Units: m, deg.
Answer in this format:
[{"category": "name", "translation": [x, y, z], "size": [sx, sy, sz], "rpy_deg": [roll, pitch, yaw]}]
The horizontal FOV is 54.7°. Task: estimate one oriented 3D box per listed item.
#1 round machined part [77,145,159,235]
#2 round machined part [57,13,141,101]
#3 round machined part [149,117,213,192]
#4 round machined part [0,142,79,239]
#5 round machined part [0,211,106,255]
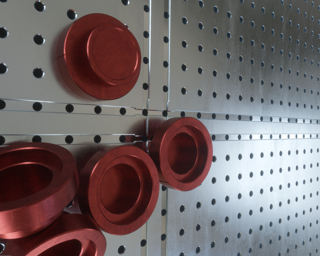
[{"category": "round machined part", "translation": [-0.050, 0.068, 0.355], "size": [0.099, 0.042, 0.097], "rpy_deg": [3, 86, -43]}, {"category": "round machined part", "translation": [-0.060, -0.080, 0.349], "size": [0.099, 0.042, 0.097], "rpy_deg": [0, 90, -40]}, {"category": "round machined part", "translation": [0.024, 0.034, 0.420], "size": [0.099, 0.042, 0.097], "rpy_deg": [0, 90, -40]}, {"category": "round machined part", "translation": [-0.120, 0.055, 0.267], "size": [0.099, 0.098, 0.042], "rpy_deg": [-25, 126, -38]}, {"category": "round machined part", "translation": [-0.105, 0.118, 0.294], "size": [0.099, 0.042, 0.097], "rpy_deg": [-25, 136, -26]}]
